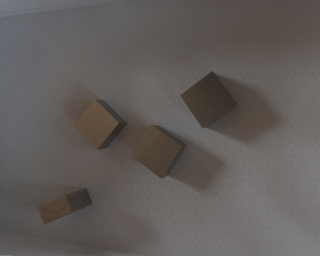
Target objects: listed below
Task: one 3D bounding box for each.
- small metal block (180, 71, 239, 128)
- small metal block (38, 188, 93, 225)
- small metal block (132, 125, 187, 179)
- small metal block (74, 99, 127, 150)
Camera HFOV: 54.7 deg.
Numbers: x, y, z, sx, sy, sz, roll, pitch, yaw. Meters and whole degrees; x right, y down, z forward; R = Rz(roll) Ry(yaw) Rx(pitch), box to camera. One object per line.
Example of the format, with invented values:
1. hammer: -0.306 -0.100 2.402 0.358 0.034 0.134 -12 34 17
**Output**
1. small metal block: 0.062 -0.035 0.388 0.050 0.025 0.050 -36 79 16
2. small metal block: -0.135 0.112 0.445 0.050 0.050 0.025 -26 82 18
3. small metal block: -0.001 0.030 0.411 0.050 0.025 0.050 34 101 16
4. small metal block: -0.084 -0.005 0.440 0.050 0.025 0.050 44 103 14
